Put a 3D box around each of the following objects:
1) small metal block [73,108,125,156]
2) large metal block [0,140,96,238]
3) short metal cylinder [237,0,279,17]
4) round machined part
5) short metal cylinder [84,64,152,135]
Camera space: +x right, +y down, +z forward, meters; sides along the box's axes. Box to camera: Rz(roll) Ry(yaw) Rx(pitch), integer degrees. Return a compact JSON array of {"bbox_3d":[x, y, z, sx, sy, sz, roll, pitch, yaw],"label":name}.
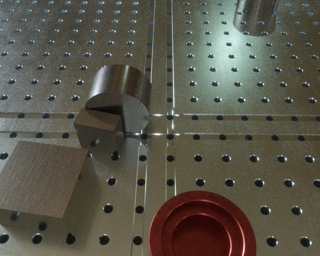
[{"bbox_3d":[-0.074,0.005,0.386,0.050,0.050,0.025,11,51,9],"label":"small metal block"},{"bbox_3d":[-0.124,0.065,0.336,0.080,0.050,0.080,7,50,6],"label":"large metal block"},{"bbox_3d":[0.198,-0.266,0.616,0.081,0.050,0.080,0,50,0],"label":"short metal cylinder"},{"bbox_3d":[0.039,0.114,0.301,0.099,0.042,0.098,0,50,0],"label":"round machined part"},{"bbox_3d":[-0.052,-0.035,0.401,0.080,0.080,0.050,2,50,2],"label":"short metal cylinder"}]
